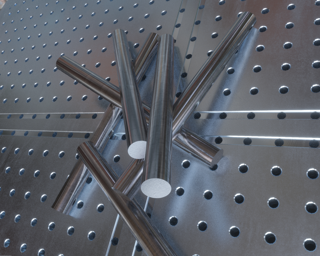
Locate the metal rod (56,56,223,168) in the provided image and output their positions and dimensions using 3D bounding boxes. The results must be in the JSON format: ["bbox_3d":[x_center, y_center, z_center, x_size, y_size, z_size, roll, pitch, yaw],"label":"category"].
[{"bbox_3d":[-0.046,-0.035,0.427,0.300,0.025,0.025,32,80,29],"label":"metal rod"}]

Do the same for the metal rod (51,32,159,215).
[{"bbox_3d":[-0.070,-0.018,0.457,0.025,0.025,0.300,14,69,34],"label":"metal rod"}]

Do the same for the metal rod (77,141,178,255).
[{"bbox_3d":[-0.013,0.115,0.330,0.025,0.025,0.300,-44,55,-2],"label":"metal rod"}]

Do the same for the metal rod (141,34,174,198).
[{"bbox_3d":[0.004,-0.044,0.372,0.025,0.025,0.300,-19,35,17],"label":"metal rod"}]

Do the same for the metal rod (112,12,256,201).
[{"bbox_3d":[0.042,-0.042,0.380,0.025,0.025,0.301,19,62,35],"label":"metal rod"}]

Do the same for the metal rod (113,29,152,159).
[{"bbox_3d":[-0.046,-0.070,0.430,0.025,0.025,0.300,-28,39,10],"label":"metal rod"}]
